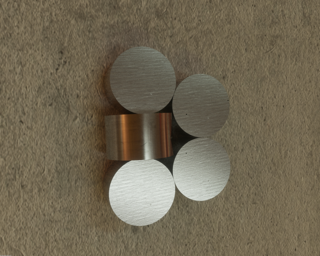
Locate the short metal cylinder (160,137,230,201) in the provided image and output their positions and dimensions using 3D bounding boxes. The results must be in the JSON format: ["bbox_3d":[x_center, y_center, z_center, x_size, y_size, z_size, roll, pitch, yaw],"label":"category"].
[{"bbox_3d":[0.045,0.051,0.413,0.081,0.050,0.080,0,91,-19],"label":"short metal cylinder"}]

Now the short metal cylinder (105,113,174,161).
[{"bbox_3d":[-0.025,0.009,0.372,0.081,0.080,0.050,-3,92,-20],"label":"short metal cylinder"}]

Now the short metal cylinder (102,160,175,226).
[{"bbox_3d":[-0.028,0.075,0.387,0.081,0.050,0.080,0,90,-19],"label":"short metal cylinder"}]

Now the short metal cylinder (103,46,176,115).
[{"bbox_3d":[-0.027,-0.056,0.387,0.081,0.050,0.080,0,90,-19],"label":"short metal cylinder"}]

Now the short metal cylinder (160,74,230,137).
[{"bbox_3d":[0.044,-0.029,0.412,0.081,0.050,0.080,0,91,-20],"label":"short metal cylinder"}]
